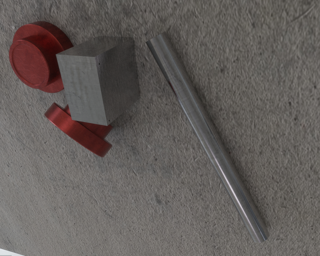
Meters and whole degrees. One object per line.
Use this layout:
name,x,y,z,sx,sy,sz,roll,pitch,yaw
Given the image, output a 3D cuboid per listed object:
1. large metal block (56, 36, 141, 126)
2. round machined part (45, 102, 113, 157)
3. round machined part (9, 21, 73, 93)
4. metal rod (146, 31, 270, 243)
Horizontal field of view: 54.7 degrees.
large metal block,-0.068,-0.059,0.371,0.050,0.080,0.079,9,122,23
round machined part,-0.104,-0.005,0.425,0.098,0.098,0.042,37,84,5
round machined part,-0.165,-0.093,0.426,0.098,0.042,0.097,13,124,21
metal rod,0.066,0.023,0.385,0.025,0.025,0.299,-19,109,35
